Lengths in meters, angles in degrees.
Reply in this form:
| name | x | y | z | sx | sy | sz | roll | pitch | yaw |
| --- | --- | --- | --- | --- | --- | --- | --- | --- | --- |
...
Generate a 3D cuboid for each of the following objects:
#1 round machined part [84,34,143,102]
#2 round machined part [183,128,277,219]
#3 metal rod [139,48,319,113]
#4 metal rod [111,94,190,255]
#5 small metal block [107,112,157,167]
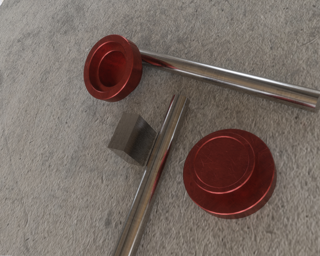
| name | x | y | z | sx | sy | sz | roll | pitch | yaw |
| --- | --- | --- | --- | --- | --- | --- | --- | --- | --- |
| round machined part | -0.065 | -0.086 | 0.467 | 0.098 | 0.042 | 0.098 | -6 | 79 | 34 |
| round machined part | 0.070 | 0.043 | 0.330 | 0.098 | 0.042 | 0.098 | -13 | 56 | 21 |
| metal rod | 0.059 | -0.075 | 0.419 | 0.300 | 0.025 | 0.025 | 23 | 74 | 36 |
| metal rod | -0.022 | 0.093 | 0.358 | 0.025 | 0.025 | 0.300 | 7 | 65 | 31 |
| small metal block | -0.034 | 0.015 | 0.396 | 0.025 | 0.050 | 0.050 | 9 | 66 | 32 |
